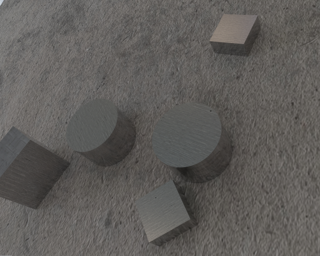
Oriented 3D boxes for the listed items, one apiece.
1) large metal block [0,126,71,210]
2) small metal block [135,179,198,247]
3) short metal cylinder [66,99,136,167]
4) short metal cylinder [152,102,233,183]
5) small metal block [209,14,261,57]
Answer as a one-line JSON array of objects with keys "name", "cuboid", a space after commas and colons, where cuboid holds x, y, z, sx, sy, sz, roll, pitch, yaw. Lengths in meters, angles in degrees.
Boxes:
[{"name": "large metal block", "cuboid": [-0.189, 0.057, 0.433, 0.050, 0.080, 0.080, 26, 76, 37]}, {"name": "small metal block", "cuboid": [0.006, 0.094, 0.343, 0.050, 0.025, 0.050, -32, 52, 7]}, {"name": "short metal cylinder", "cuboid": [-0.080, 0.007, 0.426, 0.080, 0.050, 0.080, -13, 56, 21]}, {"name": "short metal cylinder", "cuboid": [0.038, 0.017, 0.357, 0.080, 0.050, 0.080, -13, 56, 21]}, {"name": "small metal block", "cuboid": [0.104, -0.129, 0.428, 0.050, 0.025, 0.050, 17, 70, 34]}]
